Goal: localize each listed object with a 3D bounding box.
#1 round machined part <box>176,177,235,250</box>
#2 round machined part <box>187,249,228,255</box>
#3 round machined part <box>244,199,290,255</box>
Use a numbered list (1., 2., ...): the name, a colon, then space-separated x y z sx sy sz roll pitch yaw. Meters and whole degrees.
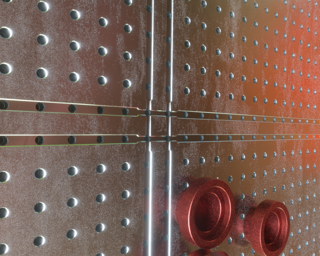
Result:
1. round machined part: 0.061 0.120 0.448 0.099 0.042 0.097 0 90 -40
2. round machined part: 0.057 0.208 0.429 0.099 0.042 0.097 -17 125 -25
3. round machined part: 0.188 0.177 0.555 0.099 0.042 0.097 0 90 -40
